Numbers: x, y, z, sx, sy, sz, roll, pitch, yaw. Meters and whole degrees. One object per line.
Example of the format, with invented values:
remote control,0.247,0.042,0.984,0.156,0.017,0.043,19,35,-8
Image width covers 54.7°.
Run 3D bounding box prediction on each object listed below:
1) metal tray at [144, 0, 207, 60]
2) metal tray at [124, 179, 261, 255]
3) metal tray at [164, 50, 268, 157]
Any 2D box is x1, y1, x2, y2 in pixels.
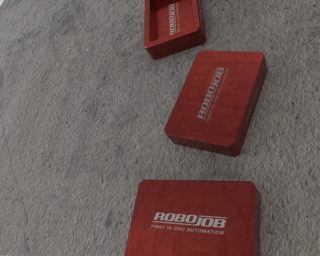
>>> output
metal tray,0.022,-0.178,0.498,0.090,0.030,0.130,-14,56,20
metal tray,0.034,0.102,0.321,0.130,0.030,0.090,-4,60,26
metal tray,0.071,-0.036,0.385,0.090,0.030,0.130,11,67,32
